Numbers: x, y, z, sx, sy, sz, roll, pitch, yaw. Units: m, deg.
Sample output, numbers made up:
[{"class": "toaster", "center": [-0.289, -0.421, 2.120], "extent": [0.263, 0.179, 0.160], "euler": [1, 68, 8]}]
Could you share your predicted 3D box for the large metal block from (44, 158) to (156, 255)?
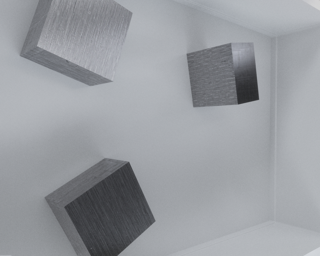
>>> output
[{"class": "large metal block", "center": [-0.063, 0.089, 0.338], "extent": [0.081, 0.050, 0.080], "euler": [-34, 111, -35]}]

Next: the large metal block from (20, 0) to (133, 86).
[{"class": "large metal block", "center": [-0.084, -0.097, 0.319], "extent": [0.080, 0.050, 0.080], "euler": [22, 76, -38]}]

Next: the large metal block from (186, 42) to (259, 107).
[{"class": "large metal block", "center": [0.089, -0.074, 0.445], "extent": [0.050, 0.080, 0.079], "euler": [-14, 99, -39]}]
